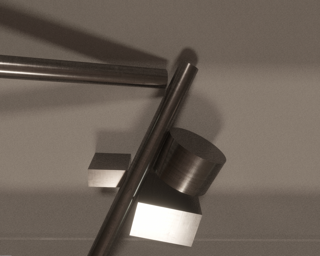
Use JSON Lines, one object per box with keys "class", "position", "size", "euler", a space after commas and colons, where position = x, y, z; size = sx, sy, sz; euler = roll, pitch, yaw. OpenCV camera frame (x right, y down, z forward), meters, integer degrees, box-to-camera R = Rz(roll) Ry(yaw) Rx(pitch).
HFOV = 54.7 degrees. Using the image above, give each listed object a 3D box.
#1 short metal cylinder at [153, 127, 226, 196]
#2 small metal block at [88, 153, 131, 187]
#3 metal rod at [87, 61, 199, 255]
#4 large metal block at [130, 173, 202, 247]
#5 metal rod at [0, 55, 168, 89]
{"class": "short metal cylinder", "position": [0.037, 0.042, 0.398], "size": [0.080, 0.080, 0.050], "euler": [25, 108, -9]}
{"class": "small metal block", "position": [-0.066, 0.056, 0.418], "size": [0.050, 0.050, 0.025], "euler": [2, 110, -1]}
{"class": "metal rod", "position": [-0.028, 0.058, 0.385], "size": [0.025, 0.025, 0.299], "euler": [26, 90, -9]}
{"class": "large metal block", "position": [0.007, 0.107, 0.422], "size": [0.081, 0.080, 0.050], "euler": [13, 110, -5]}
{"class": "metal rod", "position": [-0.138, -0.065, 0.343], "size": [0.302, 0.025, 0.025], "euler": [1, 111, -18]}
